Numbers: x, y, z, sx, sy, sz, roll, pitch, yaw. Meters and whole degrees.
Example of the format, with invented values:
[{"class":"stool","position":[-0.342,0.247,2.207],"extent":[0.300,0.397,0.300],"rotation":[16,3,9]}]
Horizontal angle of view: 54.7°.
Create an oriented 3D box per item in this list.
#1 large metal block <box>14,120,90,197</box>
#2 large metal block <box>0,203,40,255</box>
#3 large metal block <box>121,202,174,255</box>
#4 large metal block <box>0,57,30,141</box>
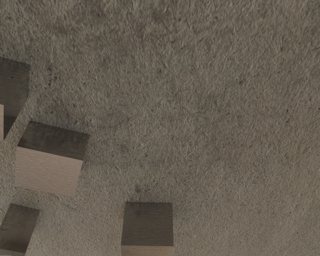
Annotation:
[{"class":"large metal block","position":[-0.148,0.044,0.427],"extent":[0.081,0.050,0.079],"rotation":[15,129,-12]},{"class":"large metal block","position":[-0.249,0.190,0.531],"extent":[0.050,0.080,0.079],"rotation":[18,128,-15]},{"class":"large metal block","position":[-0.020,0.172,0.518],"extent":[0.081,0.080,0.050],"rotation":[2,130,-2]},{"class":"large metal block","position":[-0.197,-0.039,0.336],"extent":[0.081,0.080,0.050],"rotation":[14,129,-12]}]
